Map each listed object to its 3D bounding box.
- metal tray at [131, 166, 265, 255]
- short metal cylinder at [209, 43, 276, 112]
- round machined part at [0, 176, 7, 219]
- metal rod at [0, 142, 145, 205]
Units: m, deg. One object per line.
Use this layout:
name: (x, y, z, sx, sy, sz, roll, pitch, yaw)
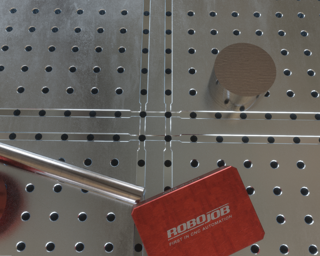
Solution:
metal tray: (0.043, 0.109, 0.359, 0.131, 0.030, 0.090, -22, 86, -8)
short metal cylinder: (0.111, -0.069, 0.425, 0.081, 0.050, 0.080, 0, 70, 0)
round machined part: (-0.232, 0.089, 0.367, 0.099, 0.042, 0.098, 0, 70, -1)
metal rod: (-0.166, 0.042, 0.394, 0.301, 0.025, 0.025, 16, 71, 5)
